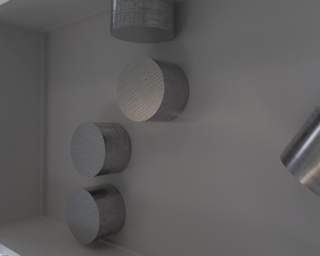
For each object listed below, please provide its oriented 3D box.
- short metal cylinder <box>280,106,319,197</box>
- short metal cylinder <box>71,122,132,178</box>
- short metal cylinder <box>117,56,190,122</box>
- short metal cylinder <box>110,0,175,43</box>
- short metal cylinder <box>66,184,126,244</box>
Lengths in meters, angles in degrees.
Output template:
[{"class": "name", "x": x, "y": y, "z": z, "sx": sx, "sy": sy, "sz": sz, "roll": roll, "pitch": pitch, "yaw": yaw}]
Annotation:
[{"class": "short metal cylinder", "x": 0.147, "y": 0.025, "z": 0.249, "sx": 0.080, "sy": 0.081, "sz": 0.050, "roll": 42, "pitch": 116, "yaw": 31}, {"class": "short metal cylinder", "x": -0.089, "y": 0.031, "z": 0.464, "sx": 0.080, "sy": 0.050, "sz": 0.080, "roll": 0, "pitch": 90, "yaw": 40}, {"class": "short metal cylinder", "x": -0.010, "y": -0.048, "z": 0.399, "sx": 0.080, "sy": 0.050, "sz": 0.080, "roll": 0, "pitch": 90, "yaw": 40}, {"class": "short metal cylinder", "x": -0.021, "y": -0.141, "z": 0.389, "sx": 0.080, "sy": 0.081, "sz": 0.050, "roll": 3, "pitch": 92, "yaw": 40}, {"class": "short metal cylinder", "x": -0.098, "y": 0.128, "z": 0.472, "sx": 0.080, "sy": 0.050, "sz": 0.080, "roll": 0, "pitch": 90, "yaw": 40}]
